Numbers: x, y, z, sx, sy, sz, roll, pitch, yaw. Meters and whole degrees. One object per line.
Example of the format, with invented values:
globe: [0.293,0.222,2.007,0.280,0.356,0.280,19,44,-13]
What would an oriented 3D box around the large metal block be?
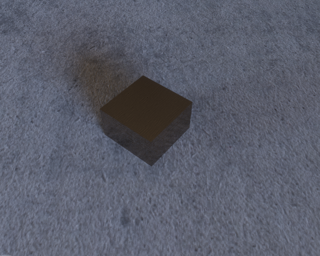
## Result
large metal block: [-0.016,-0.012,0.397,0.080,0.050,0.080,32,57,23]
